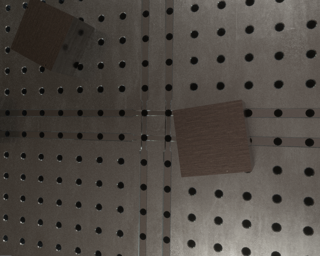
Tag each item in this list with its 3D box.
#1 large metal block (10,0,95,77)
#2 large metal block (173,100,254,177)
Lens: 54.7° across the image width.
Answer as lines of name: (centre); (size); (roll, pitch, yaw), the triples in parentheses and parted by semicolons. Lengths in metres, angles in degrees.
large metal block: (-0.157, -0.132, 0.453); (0.080, 0.050, 0.080); (29, 99, 17)
large metal block: (0.066, 0.013, 0.376); (0.080, 0.050, 0.080); (-8, 87, 19)
